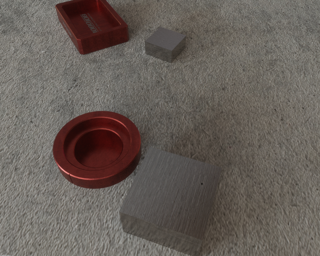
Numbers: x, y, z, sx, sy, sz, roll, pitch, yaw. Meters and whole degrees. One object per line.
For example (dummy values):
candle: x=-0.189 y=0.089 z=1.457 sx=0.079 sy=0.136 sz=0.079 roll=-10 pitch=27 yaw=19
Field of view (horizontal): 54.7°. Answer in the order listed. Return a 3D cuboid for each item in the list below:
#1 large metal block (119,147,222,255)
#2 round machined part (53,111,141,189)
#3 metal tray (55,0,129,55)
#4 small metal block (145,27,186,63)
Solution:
large metal block: x=0.013 y=0.075 z=0.324 sx=0.080 sy=0.050 sz=0.080 roll=15 pitch=52 yaw=12
round machined part: x=-0.071 y=0.029 z=0.367 sx=0.099 sy=0.042 sz=0.098 roll=0 pitch=50 yaw=0
metal tray: x=-0.123 y=-0.190 z=0.557 sx=0.091 sy=0.030 sz=0.130 roll=-23 pitch=54 yaw=-18
small metal block: x=0.010 y=-0.140 z=0.521 sx=0.050 sy=0.025 sz=0.050 roll=25 pitch=54 yaw=19
